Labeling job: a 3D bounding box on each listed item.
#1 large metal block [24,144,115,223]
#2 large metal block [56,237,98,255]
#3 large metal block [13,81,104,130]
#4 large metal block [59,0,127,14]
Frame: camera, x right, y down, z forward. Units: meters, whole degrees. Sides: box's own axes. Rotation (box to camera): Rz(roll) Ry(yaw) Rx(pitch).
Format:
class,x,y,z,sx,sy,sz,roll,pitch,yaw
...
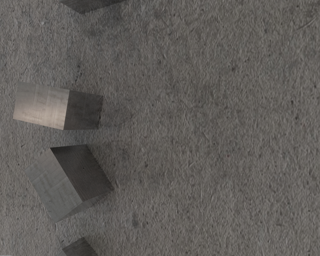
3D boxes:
class,x,y,z,sx,sy,sz,roll,pitch,yaw
large metal block,-0.120,0.071,0.422,0.050,0.080,0.080,-39,78,16
large metal block,-0.122,0.219,0.439,0.080,0.050,0.080,46,104,14
large metal block,-0.137,-0.029,0.428,0.080,0.080,0.050,11,94,19
large metal block,-0.095,-0.215,0.429,0.080,0.050,0.080,-9,87,19
